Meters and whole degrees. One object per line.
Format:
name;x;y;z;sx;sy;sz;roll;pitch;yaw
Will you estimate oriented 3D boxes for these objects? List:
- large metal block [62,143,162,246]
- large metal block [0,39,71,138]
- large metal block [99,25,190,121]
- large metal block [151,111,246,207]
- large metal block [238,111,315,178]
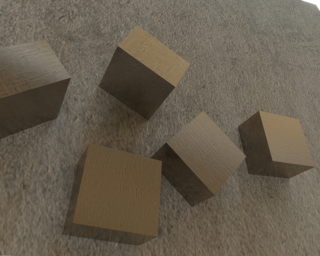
large metal block;-0.047;0.070;0.320;0.081;0.050;0.080;17;55;-19
large metal block;-0.146;-0.036;0.312;0.081;0.080;0.050;-27;77;-37
large metal block;-0.022;-0.068;0.400;0.080;0.080;0.050;35;51;-6
large metal block;0.048;0.038;0.392;0.080;0.050;0.080;48;51;5
large metal block;0.173;0.027;0.467;0.081;0.050;0.080;9;58;-24
